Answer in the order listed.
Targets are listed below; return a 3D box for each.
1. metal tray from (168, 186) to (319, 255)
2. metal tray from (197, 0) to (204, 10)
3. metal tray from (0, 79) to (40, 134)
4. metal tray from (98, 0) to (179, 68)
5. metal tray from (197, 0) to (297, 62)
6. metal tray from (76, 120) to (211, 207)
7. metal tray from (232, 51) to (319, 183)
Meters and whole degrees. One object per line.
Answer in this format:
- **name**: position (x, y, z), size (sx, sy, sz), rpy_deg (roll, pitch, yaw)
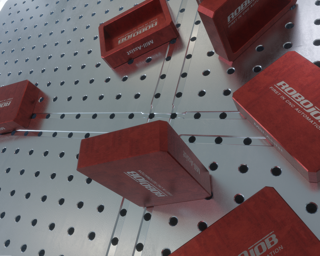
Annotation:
- **metal tray**: position (0.079, 0.128, 0.286), size (0.130, 0.030, 0.090), rpy_deg (-37, 51, 3)
- **metal tray**: position (0.087, -0.212, 0.425), size (0.090, 0.130, 0.030), rpy_deg (-37, 51, 4)
- **metal tray**: position (-0.296, -0.035, 0.584), size (0.130, 0.030, 0.090), rpy_deg (-10, 57, 23)
- **metal tray**: position (-0.040, -0.166, 0.528), size (0.130, 0.030, 0.090), rpy_deg (-23, 53, 14)
- **metal tray**: position (0.118, -0.161, 0.403), size (0.130, 0.090, 0.030), rpy_deg (-43, 51, -1)
- **metal tray**: position (-0.010, 0.044, 0.319), size (0.090, 0.130, 0.030), rpy_deg (-14, 56, 21)
- **metal tray**: position (0.153, -0.018, 0.336), size (0.090, 0.030, 0.130), rpy_deg (-37, 51, 3)
